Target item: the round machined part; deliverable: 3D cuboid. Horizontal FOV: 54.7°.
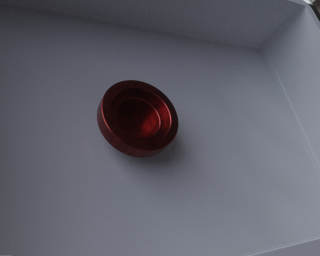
[{"bbox_3d":[-0.030,-0.008,0.385,0.099,0.042,0.098,14,56,-21],"label":"round machined part"}]
